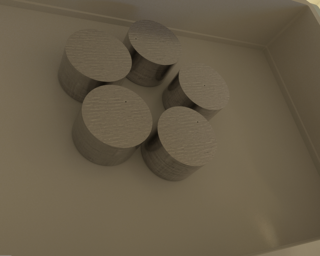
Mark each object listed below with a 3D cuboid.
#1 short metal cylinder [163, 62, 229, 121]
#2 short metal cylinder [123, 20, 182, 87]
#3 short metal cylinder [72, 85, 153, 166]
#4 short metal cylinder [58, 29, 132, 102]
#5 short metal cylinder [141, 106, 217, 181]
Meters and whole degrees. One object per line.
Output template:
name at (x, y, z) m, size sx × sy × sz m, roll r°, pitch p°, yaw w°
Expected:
short metal cylinder at (0.051, -0.047, 0.443) m, size 0.081 × 0.050 × 0.080 m, roll 14°, pitch 56°, yaw -21°
short metal cylinder at (-0.016, -0.107, 0.443) m, size 0.081 × 0.050 × 0.080 m, roll 14°, pitch 56°, yaw -21°
short metal cylinder at (-0.056, -0.003, 0.359) m, size 0.081 × 0.050 × 0.080 m, roll 14°, pitch 56°, yaw -21°
short metal cylinder at (-0.082, -0.076, 0.389) m, size 0.081 × 0.050 × 0.080 m, roll 14°, pitch 56°, yaw -21°
short metal cylinder at (0.023, 0.020, 0.387) m, size 0.081 × 0.050 × 0.080 m, roll 14°, pitch 56°, yaw -21°
